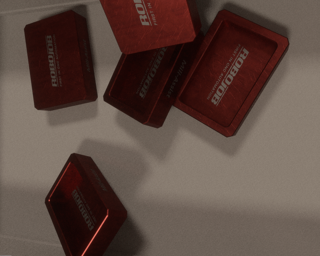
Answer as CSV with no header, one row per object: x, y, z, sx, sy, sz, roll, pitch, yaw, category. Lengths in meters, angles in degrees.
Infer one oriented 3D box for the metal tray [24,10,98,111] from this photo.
-0.148,-0.097,0.458,0.090,0.030,0.129,-10,87,19,metal tray

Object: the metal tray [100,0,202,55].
-0.018,-0.146,0.314,0.090,0.030,0.129,-5,126,24,metal tray

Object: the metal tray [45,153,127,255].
-0.103,0.105,0.410,0.090,0.030,0.130,-58,44,10,metal tray

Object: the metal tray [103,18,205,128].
-0.012,-0.076,0.393,0.090,0.030,0.129,30,98,37,metal tray

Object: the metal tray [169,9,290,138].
0.082,-0.065,0.378,0.090,0.030,0.129,32,100,16,metal tray
